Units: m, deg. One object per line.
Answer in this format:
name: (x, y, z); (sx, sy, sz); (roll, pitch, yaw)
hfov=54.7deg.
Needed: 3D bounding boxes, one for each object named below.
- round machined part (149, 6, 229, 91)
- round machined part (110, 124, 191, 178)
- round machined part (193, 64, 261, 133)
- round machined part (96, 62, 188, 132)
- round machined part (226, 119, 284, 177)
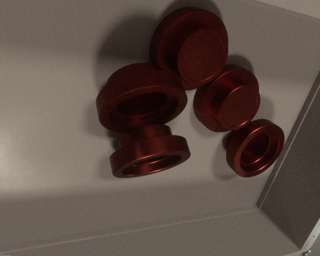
round machined part: (0.041, -0.089, 0.367); (0.099, 0.042, 0.097); (-14, 124, -21)
round machined part: (-0.015, 0.027, 0.388); (0.099, 0.042, 0.098); (-14, 161, -5)
round machined part: (0.099, -0.036, 0.432); (0.099, 0.042, 0.097); (-14, 125, -21)
round machined part: (-0.022, -0.036, 0.346); (0.099, 0.042, 0.098); (-14, 156, -6)
round machined part: (0.147, 0.028, 0.498); (0.099, 0.042, 0.097); (-14, 125, -21)
